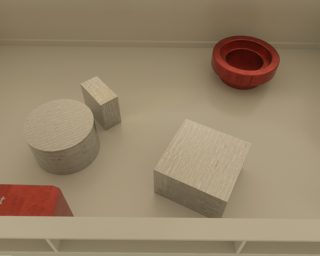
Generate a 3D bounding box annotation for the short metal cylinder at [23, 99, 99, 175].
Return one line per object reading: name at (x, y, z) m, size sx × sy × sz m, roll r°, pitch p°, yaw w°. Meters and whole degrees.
short metal cylinder at (-0.118, 0.010, 0.379) m, size 0.081 × 0.050 × 0.080 m, roll 0°, pitch 50°, yaw 0°

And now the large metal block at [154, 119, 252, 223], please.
large metal block at (0.048, 0.046, 0.351) m, size 0.080 × 0.050 × 0.080 m, roll 22°, pitch 53°, yaw 17°

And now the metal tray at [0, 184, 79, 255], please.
metal tray at (-0.151, 0.087, 0.287) m, size 0.131 × 0.089 × 0.030 m, roll 1°, pitch 50°, yaw 1°

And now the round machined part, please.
round machined part at (0.128, -0.097, 0.477) m, size 0.099 × 0.042 × 0.098 m, roll 0°, pitch 50°, yaw 0°

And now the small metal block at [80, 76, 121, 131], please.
small metal block at (-0.079, -0.033, 0.415) m, size 0.025 × 0.050 × 0.050 m, roll -32°, pitch 57°, yaw -24°
